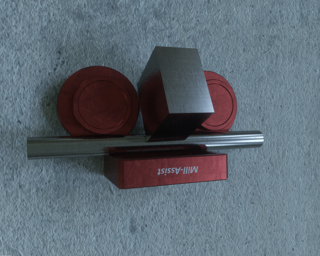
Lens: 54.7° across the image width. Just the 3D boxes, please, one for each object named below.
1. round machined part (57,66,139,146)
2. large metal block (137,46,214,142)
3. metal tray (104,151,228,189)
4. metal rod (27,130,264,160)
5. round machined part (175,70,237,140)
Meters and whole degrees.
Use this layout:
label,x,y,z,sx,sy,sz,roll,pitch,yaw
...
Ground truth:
label,x,y,z,sx,sy,sz,roll,pitch,yaw
round machined part,-0.072,-0.027,0.373,0.099,0.042,0.097,0,90,-21
large metal block,0.013,-0.036,0.358,0.050,0.080,0.080,-2,67,-21
metal tray,0.004,0.046,0.378,0.131,0.090,0.030,-1,91,-20
metal rod,-0.002,0.019,0.389,0.303,0.025,0.025,-1,91,-21
round machined part,0.065,-0.031,0.425,0.099,0.042,0.097,0,90,-21
